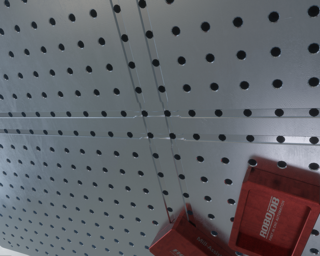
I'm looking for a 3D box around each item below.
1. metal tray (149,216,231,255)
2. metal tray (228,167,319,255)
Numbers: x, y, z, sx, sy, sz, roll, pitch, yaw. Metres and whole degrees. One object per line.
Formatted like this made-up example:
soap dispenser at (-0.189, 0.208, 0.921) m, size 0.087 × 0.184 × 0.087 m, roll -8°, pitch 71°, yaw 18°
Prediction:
metal tray at (0.056, 0.214, 0.511) m, size 0.130 × 0.030 × 0.090 m, roll 38°, pitch 129°, yaw 2°
metal tray at (0.146, 0.121, 0.406) m, size 0.090 × 0.030 × 0.129 m, roll 15°, pitch 125°, yaw 19°
